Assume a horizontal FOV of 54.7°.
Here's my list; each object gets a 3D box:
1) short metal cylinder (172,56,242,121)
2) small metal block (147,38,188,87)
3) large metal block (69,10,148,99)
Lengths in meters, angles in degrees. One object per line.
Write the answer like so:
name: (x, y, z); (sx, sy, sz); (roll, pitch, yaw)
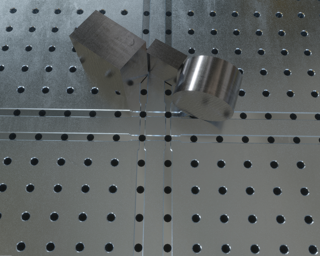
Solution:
short metal cylinder: (0.061, -0.049, 0.401); (0.080, 0.080, 0.050); (17, 71, 6)
small metal block: (0.009, -0.090, 0.431); (0.050, 0.050, 0.025); (31, 73, 10)
large metal block: (-0.065, -0.096, 0.417); (0.080, 0.080, 0.050); (35, 74, 11)
